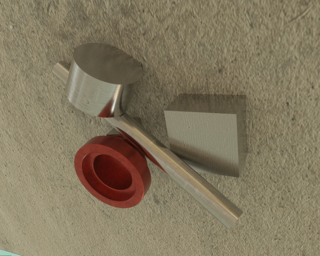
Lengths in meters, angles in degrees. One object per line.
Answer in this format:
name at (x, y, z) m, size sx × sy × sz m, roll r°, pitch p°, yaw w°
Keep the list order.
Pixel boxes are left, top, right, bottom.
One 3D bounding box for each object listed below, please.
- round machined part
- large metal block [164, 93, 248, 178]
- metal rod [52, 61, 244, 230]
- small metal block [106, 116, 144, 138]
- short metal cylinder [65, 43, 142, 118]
round machined part at (-0.055, 0.050, 0.392) m, size 0.098 × 0.042 × 0.097 m, roll 13°, pitch 125°, yaw 20°
large metal block at (0.057, 0.006, 0.365) m, size 0.080 × 0.050 × 0.079 m, roll 4°, pitch 121°, yaw 25°
metal rod at (-0.028, 0.008, 0.379) m, size 0.300 × 0.025 × 0.025 m, roll 40°, pitch 130°, yaw 19°
small metal block at (-0.042, 0.018, 0.425) m, size 0.025 × 0.050 × 0.050 m, roll -2°, pitch 118°, yaw 29°
short metal cylinder at (-0.068, -0.058, 0.371) m, size 0.080 × 0.080 × 0.050 m, roll 33°, pitch 128°, yaw 6°
